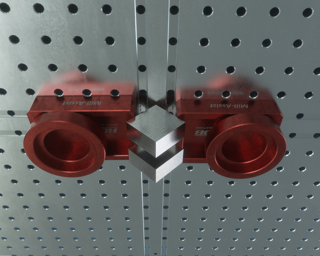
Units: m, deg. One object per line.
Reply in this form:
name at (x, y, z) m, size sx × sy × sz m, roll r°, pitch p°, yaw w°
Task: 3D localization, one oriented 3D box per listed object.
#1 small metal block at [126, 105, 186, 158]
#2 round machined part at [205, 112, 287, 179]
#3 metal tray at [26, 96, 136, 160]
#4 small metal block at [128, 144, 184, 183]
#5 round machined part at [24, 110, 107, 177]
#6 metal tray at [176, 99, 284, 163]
small metal block at (-0.005, 0.002, 0.378) m, size 0.050 × 0.050 × 0.025 m, roll 33°, pitch 139°, yaw 32°
round machined part at (0.107, 0.018, 0.400) m, size 0.099 × 0.042 × 0.097 m, roll 0°, pitch 130°, yaw 0°
metal tray at (-0.095, 0.002, 0.411) m, size 0.131 × 0.030 × 0.089 m, roll -1°, pitch 132°, yaw 0°
small metal block at (-0.005, 0.036, 0.407) m, size 0.050 × 0.050 × 0.025 m, roll 33°, pitch 139°, yaw 32°
round machined part at (-0.117, 0.016, 0.396) m, size 0.099 × 0.042 × 0.097 m, roll 0°, pitch 130°, yaw 0°
metal tray at (0.086, 0.006, 0.415) m, size 0.131 × 0.030 × 0.089 m, roll 0°, pitch 131°, yaw -1°
